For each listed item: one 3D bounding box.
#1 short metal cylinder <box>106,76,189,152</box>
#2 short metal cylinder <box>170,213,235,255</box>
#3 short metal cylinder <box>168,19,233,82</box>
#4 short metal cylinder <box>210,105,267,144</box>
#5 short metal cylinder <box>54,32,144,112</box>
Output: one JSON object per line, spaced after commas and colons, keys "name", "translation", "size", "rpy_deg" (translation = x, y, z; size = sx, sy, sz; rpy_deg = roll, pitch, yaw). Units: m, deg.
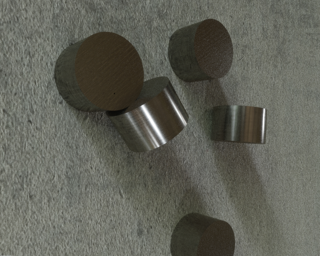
{"name": "short metal cylinder", "translation": [-0.014, -0.017, 0.357], "size": [0.080, 0.080, 0.050], "rpy_deg": [-45, 118, -31]}
{"name": "short metal cylinder", "translation": [0.061, 0.166, 0.440], "size": [0.081, 0.050, 0.080], "rpy_deg": [0, 90, -40]}
{"name": "short metal cylinder", "translation": [0.058, -0.107, 0.437], "size": [0.081, 0.050, 0.080], "rpy_deg": [0, 90, -40]}
{"name": "short metal cylinder", "translation": [0.119, -0.004, 0.468], "size": [0.081, 0.080, 0.050], "rpy_deg": [7, 86, -40]}
{"name": "short metal cylinder", "translation": [-0.065, -0.058, 0.334], "size": [0.081, 0.050, 0.080], "rpy_deg": [0, 90, -40]}
